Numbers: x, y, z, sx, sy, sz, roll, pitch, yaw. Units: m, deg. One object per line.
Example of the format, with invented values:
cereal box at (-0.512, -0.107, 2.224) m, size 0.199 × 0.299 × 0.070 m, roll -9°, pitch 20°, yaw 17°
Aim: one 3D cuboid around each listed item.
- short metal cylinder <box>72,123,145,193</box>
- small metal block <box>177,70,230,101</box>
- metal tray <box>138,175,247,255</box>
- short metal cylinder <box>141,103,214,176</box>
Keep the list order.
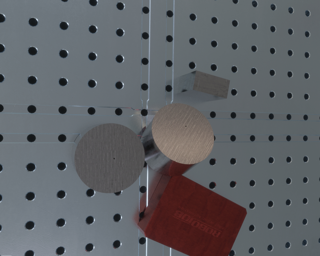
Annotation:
short metal cylinder at (-0.064, 0.034, 0.376) m, size 0.081 × 0.050 × 0.080 m, roll 0°, pitch 90°, yaw -20°
small metal block at (0.058, -0.056, 0.420) m, size 0.050 × 0.050 × 0.025 m, roll 12°, pitch 86°, yaw -20°
metal tray at (0.047, 0.126, 0.427) m, size 0.131 × 0.030 × 0.090 m, roll 30°, pitch 80°, yaw -18°
short metal cylinder at (0.020, 0.016, 0.391) m, size 0.081 × 0.050 × 0.080 m, roll 9°, pitch 63°, yaw -17°
